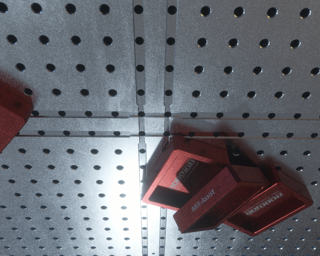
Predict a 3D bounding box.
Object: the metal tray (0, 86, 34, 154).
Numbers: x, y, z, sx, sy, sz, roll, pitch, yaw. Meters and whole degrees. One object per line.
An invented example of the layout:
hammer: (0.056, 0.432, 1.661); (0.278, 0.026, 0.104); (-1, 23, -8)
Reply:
metal tray: (-0.239, -0.005, 0.400); (0.090, 0.030, 0.130); (35, 122, -27)

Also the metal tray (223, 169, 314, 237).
metal tray: (0.173, 0.130, 0.521); (0.090, 0.030, 0.129); (31, 124, -24)

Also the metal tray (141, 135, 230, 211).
metal tray: (0.036, 0.075, 0.473); (0.091, 0.030, 0.129); (18, 128, -16)

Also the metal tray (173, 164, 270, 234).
metal tray: (0.092, 0.110, 0.471); (0.091, 0.030, 0.129); (12, 128, -44)
